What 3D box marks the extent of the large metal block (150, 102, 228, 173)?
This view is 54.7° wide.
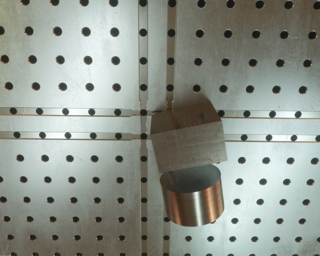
[{"bbox_3d":[0.034,0.009,0.387,0.080,0.080,0.050,-11,110,4],"label":"large metal block"}]

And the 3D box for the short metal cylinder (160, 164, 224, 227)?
[{"bbox_3d":[0.044,0.086,0.416,0.080,0.080,0.050,-9,110,3],"label":"short metal cylinder"}]
